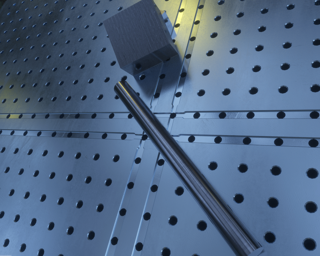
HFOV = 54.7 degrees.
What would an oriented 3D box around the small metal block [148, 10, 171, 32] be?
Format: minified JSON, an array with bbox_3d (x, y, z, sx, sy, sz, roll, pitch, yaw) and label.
[{"bbox_3d":[-0.019,-0.176,0.527,0.050,0.025,0.050,33,80,38],"label":"small metal block"}]

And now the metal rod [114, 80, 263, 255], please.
[{"bbox_3d":[0.014,0.028,0.383,0.025,0.025,0.300,-40,51,1],"label":"metal rod"}]

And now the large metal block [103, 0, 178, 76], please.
[{"bbox_3d":[-0.029,-0.137,0.472,0.080,0.050,0.080,-24,79,14],"label":"large metal block"}]
